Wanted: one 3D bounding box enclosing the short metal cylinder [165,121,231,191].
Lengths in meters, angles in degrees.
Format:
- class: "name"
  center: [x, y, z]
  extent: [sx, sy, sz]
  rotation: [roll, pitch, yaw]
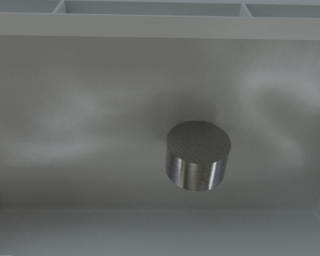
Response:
- class: "short metal cylinder"
  center: [0.048, 0.035, 0.404]
  extent: [0.081, 0.080, 0.050]
  rotation: [1, 130, -1]
